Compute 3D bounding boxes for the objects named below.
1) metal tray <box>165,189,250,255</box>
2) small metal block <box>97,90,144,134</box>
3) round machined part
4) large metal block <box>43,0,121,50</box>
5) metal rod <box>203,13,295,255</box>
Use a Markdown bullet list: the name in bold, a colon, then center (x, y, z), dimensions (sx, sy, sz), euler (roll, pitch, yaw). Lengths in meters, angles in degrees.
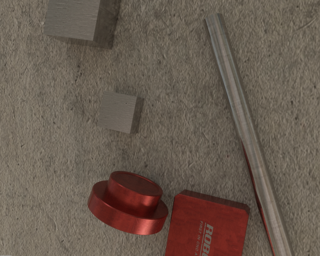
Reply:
- **metal tray**: center (0.055, 0.152, 0.387), dimensions (0.090, 0.030, 0.129), euler (10, 93, 19)
- **small metal block**: center (-0.054, -0.022, 0.428), dimensions (0.050, 0.025, 0.050), euler (13, 94, 19)
- **round machined part**: center (-0.035, 0.086, 0.383), dimensions (0.098, 0.098, 0.042), euler (23, 98, 18)
- **large metal block**: center (-0.107, -0.160, 0.434), dimensions (0.080, 0.050, 0.080), euler (13, 94, 19)
- **metal rod**: center (0.105, 0.007, 0.372), dimensions (0.025, 0.025, 0.299), euler (-17, 84, 19)
